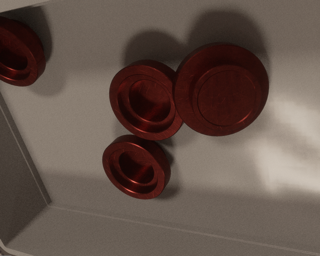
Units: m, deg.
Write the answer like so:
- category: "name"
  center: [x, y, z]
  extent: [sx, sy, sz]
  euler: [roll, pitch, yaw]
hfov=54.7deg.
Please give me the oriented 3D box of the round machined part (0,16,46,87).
- category: "round machined part"
  center: [-0.201, -0.108, 0.424]
  extent: [0.098, 0.042, 0.097]
  euler: [12, 138, 11]

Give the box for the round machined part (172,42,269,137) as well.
- category: "round machined part"
  center: [0.063, -0.035, 0.316]
  extent: [0.099, 0.042, 0.097]
  euler: [-1, 113, -3]

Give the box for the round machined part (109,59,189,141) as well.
- category: "round machined part"
  center: [-0.009, -0.037, 0.378]
  extent: [0.098, 0.042, 0.097]
  euler: [13, 124, 20]

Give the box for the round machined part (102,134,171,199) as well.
- category: "round machined part"
  center: [-0.029, 0.051, 0.443]
  extent: [0.098, 0.042, 0.097]
  euler: [13, 124, 20]
